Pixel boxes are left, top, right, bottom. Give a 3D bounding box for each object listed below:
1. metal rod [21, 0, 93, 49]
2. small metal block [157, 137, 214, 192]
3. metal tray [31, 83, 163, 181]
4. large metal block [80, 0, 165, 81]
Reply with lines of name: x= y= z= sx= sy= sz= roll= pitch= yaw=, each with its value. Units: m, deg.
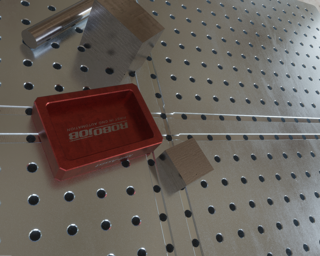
metal rod: x=-0.090 y=-0.201 z=0.483 sx=0.025 sy=0.025 sz=0.301 roll=40 pitch=51 yaw=-1
small metal block: x=0.033 y=0.046 z=0.399 sx=0.050 sy=0.025 sz=0.050 roll=-22 pitch=74 yaw=-36
metal tray: x=-0.071 y=-0.001 z=0.368 sx=0.131 sy=0.030 sz=0.090 roll=-15 pitch=70 yaw=-34
large metal block: x=-0.053 y=-0.126 z=0.422 sx=0.080 sy=0.080 sz=0.050 roll=43 pitch=51 yaw=1
